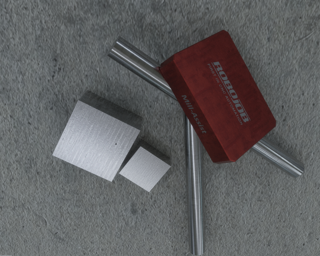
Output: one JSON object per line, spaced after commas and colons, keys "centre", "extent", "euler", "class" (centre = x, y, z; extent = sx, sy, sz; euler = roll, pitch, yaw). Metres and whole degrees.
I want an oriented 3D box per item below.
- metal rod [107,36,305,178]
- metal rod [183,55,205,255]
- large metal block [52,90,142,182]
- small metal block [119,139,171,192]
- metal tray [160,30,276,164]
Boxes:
{"centre": [0.071, -0.015, 0.383], "extent": [0.301, 0.025, 0.025], "euler": [31, 107, -20], "class": "metal rod"}
{"centre": [0.047, 0.049, 0.428], "extent": [0.025, 0.025, 0.298], "euler": [-4, 110, 1], "class": "metal rod"}
{"centre": [-0.078, 0.010, 0.399], "extent": [0.080, 0.050, 0.080], "euler": [27, 108, -10], "class": "large metal block"}
{"centre": [-0.020, 0.052, 0.429], "extent": [0.050, 0.025, 0.050], "euler": [35, 106, -12], "class": "small metal block"}
{"centre": [0.069, -0.036, 0.354], "extent": [0.091, 0.030, 0.130], "euler": [-33, 96, -30], "class": "metal tray"}
